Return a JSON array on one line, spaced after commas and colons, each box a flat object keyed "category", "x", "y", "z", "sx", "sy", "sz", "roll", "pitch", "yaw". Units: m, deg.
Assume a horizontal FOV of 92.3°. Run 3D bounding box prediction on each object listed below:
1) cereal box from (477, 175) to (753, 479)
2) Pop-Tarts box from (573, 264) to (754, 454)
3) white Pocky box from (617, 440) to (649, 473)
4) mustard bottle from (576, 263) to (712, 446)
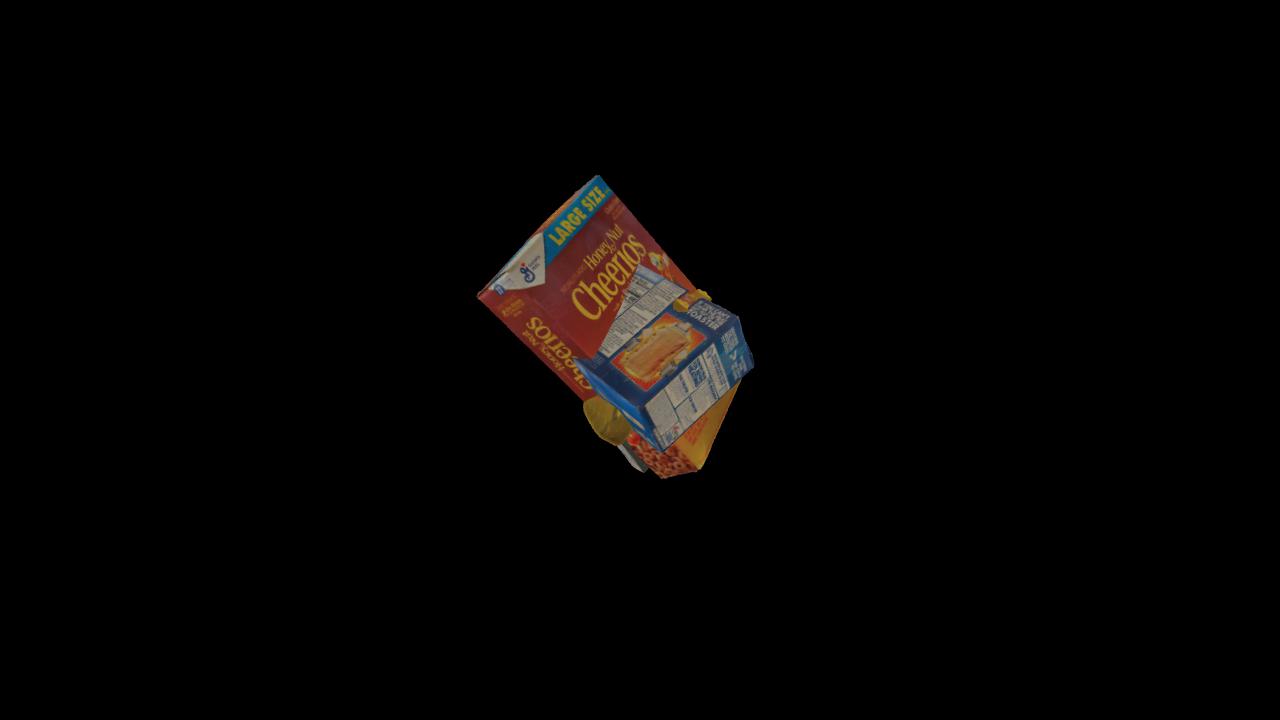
[{"category": "cereal box", "x": -0.012, "y": -0.038, "z": 0.718, "sx": 0.081, "sy": 0.306, "sz": 0.203, "roll": -24, "pitch": 25, "yaw": 45}, {"category": "Pop-Tarts box", "x": 0.009, "y": -0.009, "z": 0.663, "sx": 0.167, "sy": 0.141, "sz": 0.083, "roll": 35, "pitch": -20, "yaw": 41}, {"category": "white Pocky box", "x": 0.030, "y": 0.053, "z": 0.741, "sx": 0.028, "sy": 0.154, "sz": 0.084, "roll": 21, "pitch": -28, "yaw": 47}, {"category": "mustard bottle", "x": 0.013, "y": 0.000, "z": 0.660, "sx": 0.054, "sy": 0.184, "sz": 0.092, "roll": 34, "pitch": 14, "yaw": -19}]
